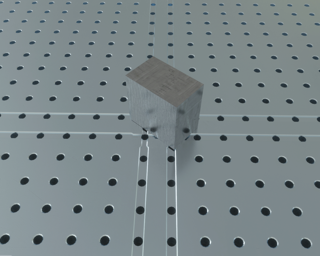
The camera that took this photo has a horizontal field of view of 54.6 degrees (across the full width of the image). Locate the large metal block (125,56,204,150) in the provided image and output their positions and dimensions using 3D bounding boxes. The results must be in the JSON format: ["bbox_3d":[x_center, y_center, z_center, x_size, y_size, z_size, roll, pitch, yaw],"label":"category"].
[{"bbox_3d":[0.005,-0.032,0.399,0.080,0.080,0.050,34,58,25],"label":"large metal block"}]
